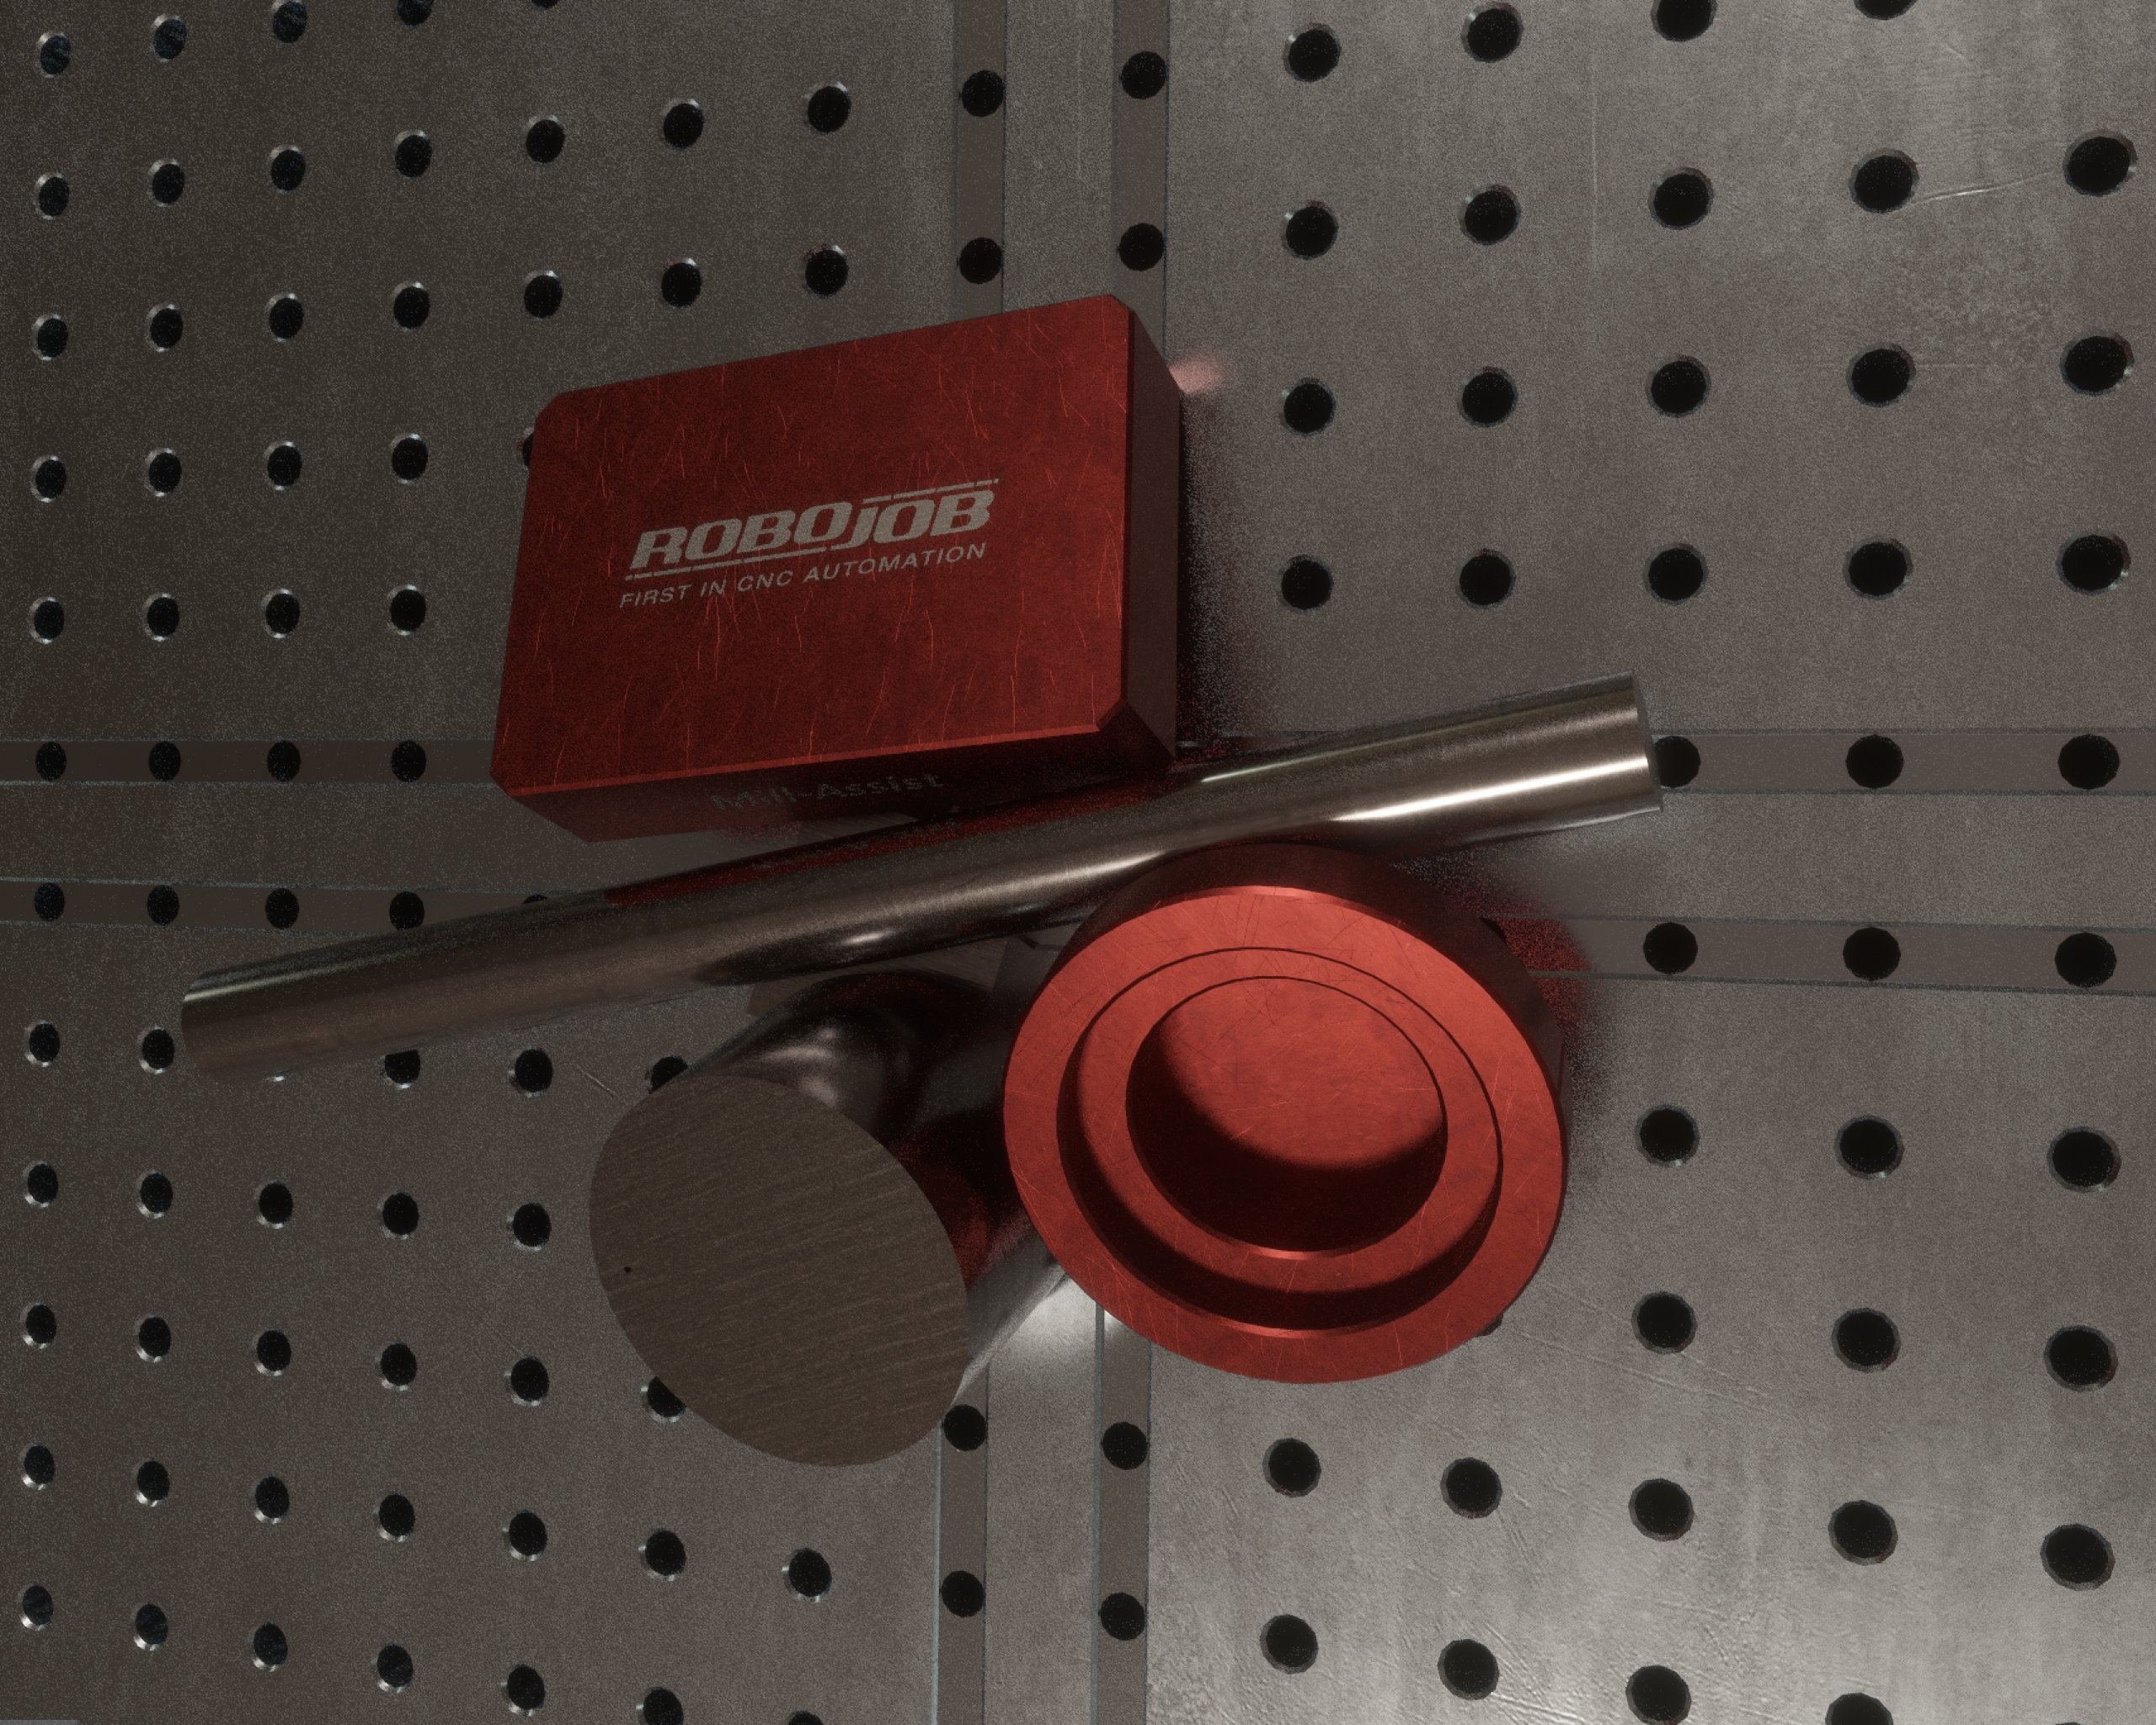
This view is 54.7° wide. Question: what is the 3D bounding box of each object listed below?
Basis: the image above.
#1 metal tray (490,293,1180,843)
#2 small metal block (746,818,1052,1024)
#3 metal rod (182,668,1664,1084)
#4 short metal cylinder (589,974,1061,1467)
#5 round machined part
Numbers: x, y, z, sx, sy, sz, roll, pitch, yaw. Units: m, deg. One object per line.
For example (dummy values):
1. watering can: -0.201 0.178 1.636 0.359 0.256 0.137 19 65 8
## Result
1. metal tray: -0.047 -0.056 0.411 0.130 0.030 0.090 -5 70 19
2. small metal block: -0.035 0.015 0.433 0.050 0.025 0.050 19 96 18
3. metal rod: -0.044 0.007 0.400 0.301 0.025 0.025 -11 86 19
4. short metal cylinder: -0.045 0.068 0.402 0.080 0.050 0.079 9 112 22
5. round machined part: 0.039 0.041 0.377 0.098 0.042 0.097 5 113 13
